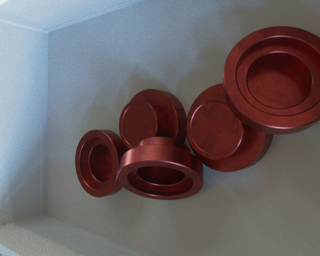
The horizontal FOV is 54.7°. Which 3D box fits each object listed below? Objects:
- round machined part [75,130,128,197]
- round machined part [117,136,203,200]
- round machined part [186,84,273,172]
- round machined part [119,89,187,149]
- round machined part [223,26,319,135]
[{"bbox_3d":[-0.080,0.051,0.462,0.098,0.042,0.097,0,90,40],"label":"round machined part"},{"bbox_3d":[0.002,0.046,0.368,0.098,0.098,0.042,-27,42,37],"label":"round machined part"},{"bbox_3d":[0.068,0.000,0.339,0.098,0.042,0.097,0,90,40],"label":"round machined part"},{"bbox_3d":[-0.016,-0.003,0.409,0.098,0.042,0.097,0,90,40],"label":"round machined part"},{"bbox_3d":[0.108,-0.041,0.287,0.098,0.042,0.098,-3,73,9],"label":"round machined part"}]
